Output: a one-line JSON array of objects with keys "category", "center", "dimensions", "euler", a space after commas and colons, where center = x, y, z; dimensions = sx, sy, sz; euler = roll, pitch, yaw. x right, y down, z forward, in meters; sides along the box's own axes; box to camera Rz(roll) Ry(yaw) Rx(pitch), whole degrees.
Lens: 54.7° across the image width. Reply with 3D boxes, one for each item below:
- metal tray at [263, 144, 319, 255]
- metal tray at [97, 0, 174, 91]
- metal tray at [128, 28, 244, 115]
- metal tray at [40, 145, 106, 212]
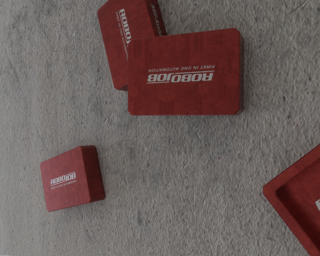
[{"category": "metal tray", "center": [0.167, 0.052, 0.263], "dimensions": [0.129, 0.030, 0.090], "euler": [-48, 62, 29]}, {"category": "metal tray", "center": [-0.037, -0.127, 0.432], "dimensions": [0.090, 0.030, 0.129], "euler": [-23, 76, 37]}, {"category": "metal tray", "center": [0.027, -0.059, 0.355], "dimensions": [0.130, 0.030, 0.089], "euler": [1, 91, 23]}, {"category": "metal tray", "center": [-0.153, 0.088, 0.528], "dimensions": [0.130, 0.030, 0.090], "euler": [-21, 77, 38]}]
